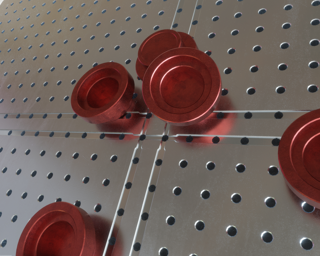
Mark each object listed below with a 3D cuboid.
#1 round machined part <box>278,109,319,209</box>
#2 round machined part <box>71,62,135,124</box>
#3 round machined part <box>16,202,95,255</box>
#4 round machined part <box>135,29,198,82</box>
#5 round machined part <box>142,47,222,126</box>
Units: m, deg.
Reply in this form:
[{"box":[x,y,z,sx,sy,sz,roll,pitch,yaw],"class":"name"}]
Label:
[{"box":[0.166,0.032,0.291,0.098,0.042,0.098,-13,56,20],"class":"round machined part"},{"box":[-0.081,-0.048,0.468,0.098,0.042,0.098,-13,56,20],"class":"round machined part"},{"box":[-0.118,0.142,0.371,0.098,0.042,0.098,-13,56,20],"class":"round machined part"},{"box":[0.007,-0.106,0.458,0.098,0.042,0.098,-13,56,20],"class":"round machined part"},{"box":[0.030,-0.050,0.398,0.098,0.042,0.098,-3,77,15],"class":"round machined part"}]
